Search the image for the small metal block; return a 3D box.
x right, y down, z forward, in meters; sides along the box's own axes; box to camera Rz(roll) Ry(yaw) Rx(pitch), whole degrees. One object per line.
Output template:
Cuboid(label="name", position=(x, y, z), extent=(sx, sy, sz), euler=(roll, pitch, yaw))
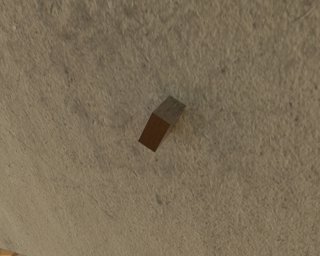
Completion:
Cuboid(label="small metal block", position=(0.003, -0.006, 0.386), extent=(0.025, 0.050, 0.050), euler=(33, 129, 6))
